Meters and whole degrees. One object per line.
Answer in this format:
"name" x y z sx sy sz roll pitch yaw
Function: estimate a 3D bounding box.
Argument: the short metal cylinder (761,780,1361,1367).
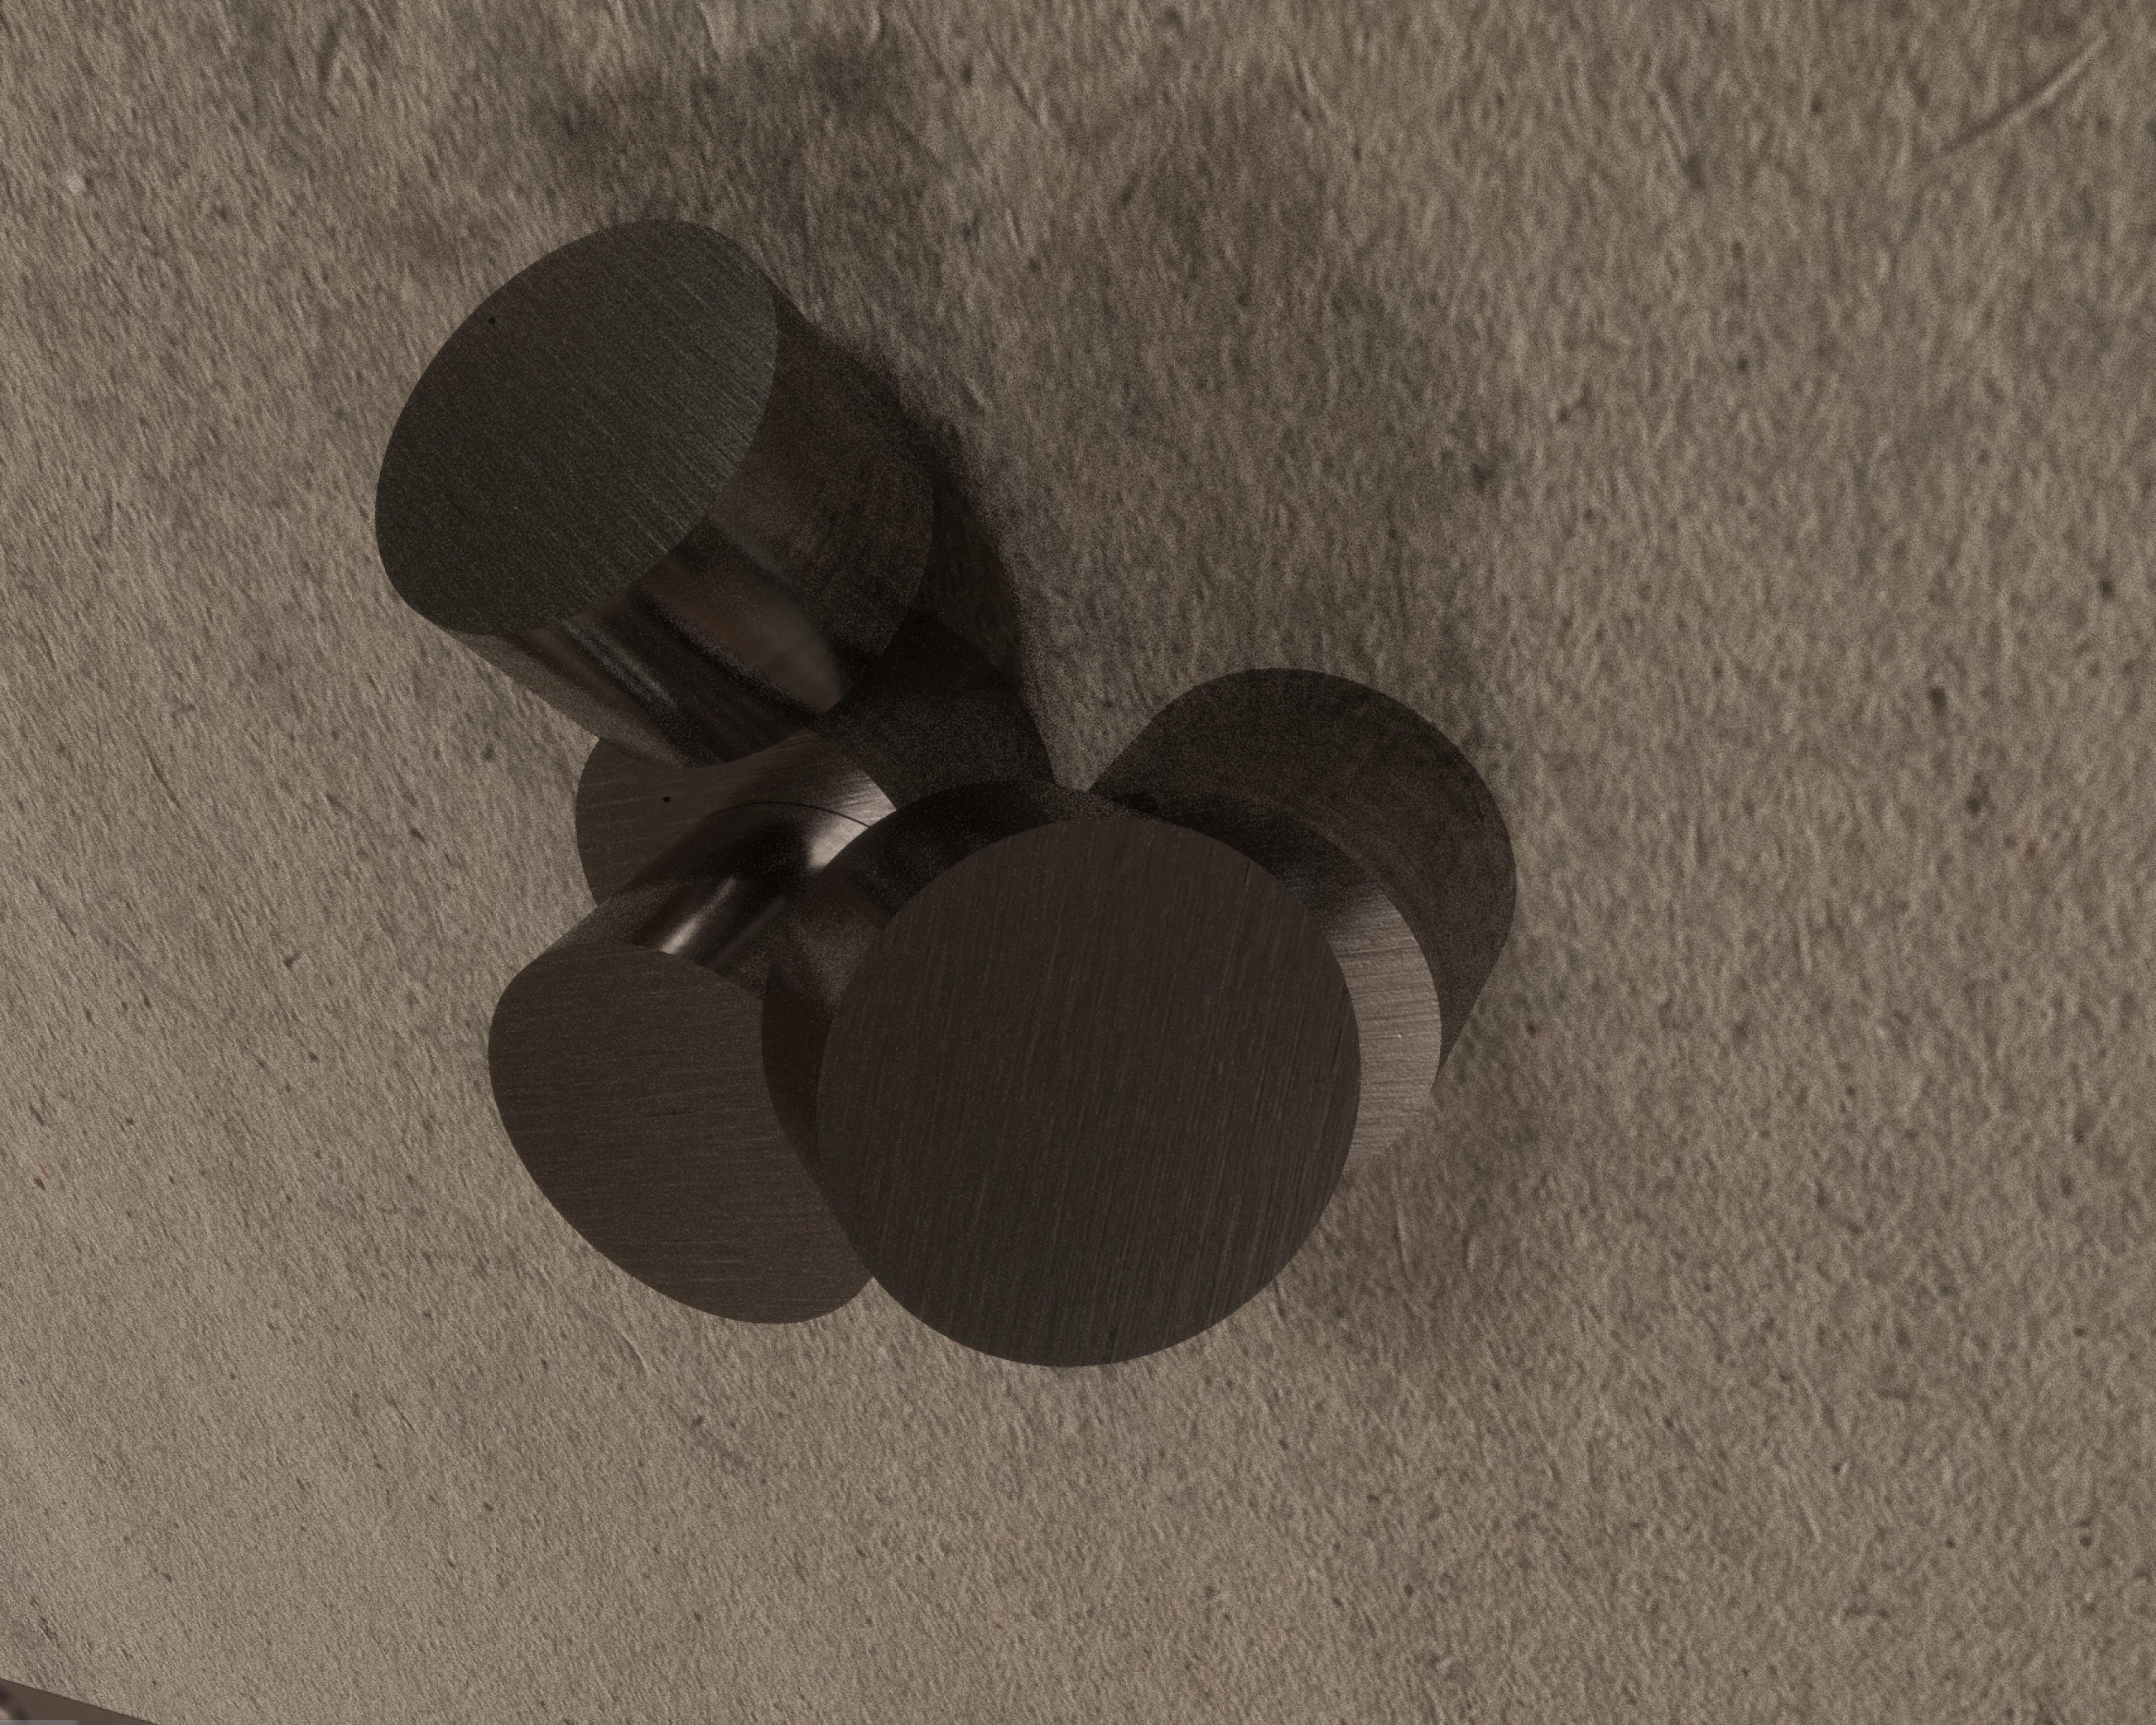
"short metal cylinder" -0.004 0.030 0.318 0.080 0.080 0.050 61 169 -16

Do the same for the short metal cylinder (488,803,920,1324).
"short metal cylinder" -0.058 0.036 0.378 0.080 0.050 0.079 13 124 20

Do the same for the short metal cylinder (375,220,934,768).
"short metal cylinder" -0.073 -0.063 0.362 0.080 0.080 0.050 0 157 28

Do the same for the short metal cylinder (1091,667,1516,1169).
"short metal cylinder" 0.034 0.011 0.379 0.080 0.050 0.079 13 124 20

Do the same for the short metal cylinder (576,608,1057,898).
"short metal cylinder" -0.051 -0.007 0.412 0.080 0.050 0.079 13 124 20
